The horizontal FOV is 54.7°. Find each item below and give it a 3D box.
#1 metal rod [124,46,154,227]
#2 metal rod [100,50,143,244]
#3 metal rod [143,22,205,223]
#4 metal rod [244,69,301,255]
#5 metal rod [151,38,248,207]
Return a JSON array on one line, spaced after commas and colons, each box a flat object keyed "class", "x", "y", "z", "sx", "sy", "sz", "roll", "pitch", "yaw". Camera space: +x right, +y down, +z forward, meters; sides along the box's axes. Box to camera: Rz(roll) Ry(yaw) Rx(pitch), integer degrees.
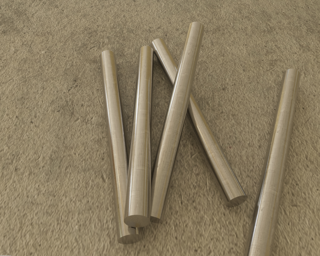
[{"class": "metal rod", "x": -0.022, "y": -0.017, "z": 0.401, "sx": 0.025, "sy": 0.025, "sz": 0.300, "roll": 0, "pitch": 45, "yaw": 0}, {"class": "metal rod", "x": -0.057, "y": -0.002, "z": 0.403, "sx": 0.025, "sy": 0.025, "sz": 0.300, "roll": -8, "pitch": 51, "yaw": -7}, {"class": "metal rod", "x": 0.024, "y": -0.029, "z": 0.400, "sx": 0.025, "sy": 0.025, "sz": 0.300, "roll": 10, "pitch": 59, "yaw": 8}, {"class": "metal rod", "x": 0.146, "y": 0.026, "z": 0.383, "sx": 0.025, "sy": 0.025, "sz": 0.301, "roll": 17, "pitch": 52, "yaw": 13}, {"class": "metal rod", "x": 0.040, "y": -0.030, "z": 0.428, "sx": 0.025, "sy": 0.025, "sz": 0.300, "roll": -13, "pitch": 51, "yaw": -11}]
